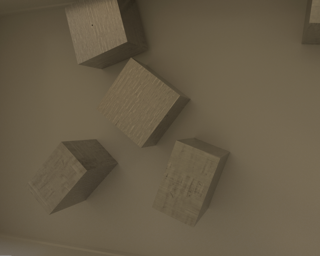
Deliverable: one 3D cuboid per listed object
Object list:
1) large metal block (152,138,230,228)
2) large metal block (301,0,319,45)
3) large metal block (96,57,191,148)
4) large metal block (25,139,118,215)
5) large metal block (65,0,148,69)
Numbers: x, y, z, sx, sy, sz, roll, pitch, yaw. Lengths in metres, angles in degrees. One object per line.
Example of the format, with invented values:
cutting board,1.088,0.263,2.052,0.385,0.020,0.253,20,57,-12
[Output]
large metal block,0.040,0.059,0.367,0.050,0.080,0.080,22,97,18
large metal block,0.182,-0.135,0.318,0.050,0.080,0.079,8,93,19
large metal block,-0.021,-0.032,0.404,0.080,0.050,0.080,40,102,15
large metal block,-0.116,0.062,0.421,0.050,0.080,0.080,45,104,14
large metal block,-0.072,-0.133,0.416,0.080,0.050,0.080,-17,85,26
